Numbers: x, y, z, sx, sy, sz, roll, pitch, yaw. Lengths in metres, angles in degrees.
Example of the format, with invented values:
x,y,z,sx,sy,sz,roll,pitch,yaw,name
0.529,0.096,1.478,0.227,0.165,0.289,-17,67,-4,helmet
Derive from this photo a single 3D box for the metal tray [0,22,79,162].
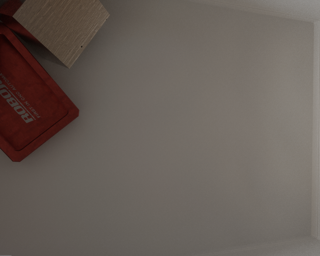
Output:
x,y,z,sx,sy,sz,roll,pitch,yaw,name
-0.167,-0.038,0.346,0.090,0.030,0.130,-42,104,-15,metal tray

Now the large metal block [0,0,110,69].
x,y,z,sx,sy,sz,roll,pitch,yaw,name
-0.115,-0.125,0.335,0.080,0.050,0.080,-57,144,-11,large metal block
